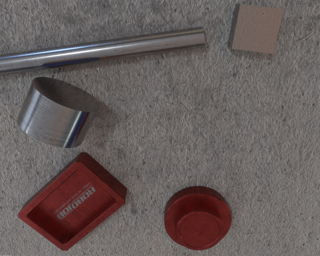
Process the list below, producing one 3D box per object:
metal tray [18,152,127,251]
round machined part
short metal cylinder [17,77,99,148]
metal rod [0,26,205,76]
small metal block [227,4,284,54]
[{"bbox_3d":[-0.124,0.108,0.444,0.130,0.030,0.090,-41,106,13],"label":"metal tray"},{"bbox_3d":[0.056,0.138,0.453,0.099,0.042,0.097,0,110,-1],"label":"round machined part"},{"bbox_3d":[-0.121,-0.020,0.372,0.080,0.080,0.050,26,108,-10],"label":"short metal cylinder"},{"bbox_3d":[-0.098,-0.089,0.375,0.302,0.025,0.025,-7,110,2],"label":"metal rod"},{"bbox_3d":[0.112,-0.118,0.368,0.050,0.025,0.050,6,110,-3],"label":"small metal block"}]
